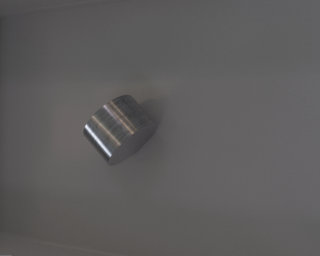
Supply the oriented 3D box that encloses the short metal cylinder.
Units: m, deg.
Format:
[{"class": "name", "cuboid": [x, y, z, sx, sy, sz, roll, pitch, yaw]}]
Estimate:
[{"class": "short metal cylinder", "cuboid": [-0.050, 0.003, 0.399, 0.080, 0.080, 0.050, -46, 76, 14]}]
